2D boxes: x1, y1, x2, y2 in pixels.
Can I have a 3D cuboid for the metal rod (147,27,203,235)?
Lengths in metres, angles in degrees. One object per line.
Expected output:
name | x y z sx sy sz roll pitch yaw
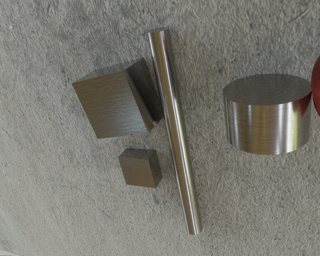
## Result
metal rod | 0.025 0.023 0.406 0.025 0.025 0.298 2 120 27

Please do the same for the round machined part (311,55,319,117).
round machined part | 0.173 -0.030 0.263 0.098 0.098 0.042 38 164 2

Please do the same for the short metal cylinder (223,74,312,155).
short metal cylinder | 0.105 -0.016 0.306 0.080 0.080 0.050 3 120 26

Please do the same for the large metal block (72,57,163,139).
large metal block | -0.051 -0.036 0.394 0.080 0.050 0.080 -7 115 31

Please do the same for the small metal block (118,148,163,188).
small metal block | -0.028 0.059 0.456 0.050 0.025 0.050 2 119 27
